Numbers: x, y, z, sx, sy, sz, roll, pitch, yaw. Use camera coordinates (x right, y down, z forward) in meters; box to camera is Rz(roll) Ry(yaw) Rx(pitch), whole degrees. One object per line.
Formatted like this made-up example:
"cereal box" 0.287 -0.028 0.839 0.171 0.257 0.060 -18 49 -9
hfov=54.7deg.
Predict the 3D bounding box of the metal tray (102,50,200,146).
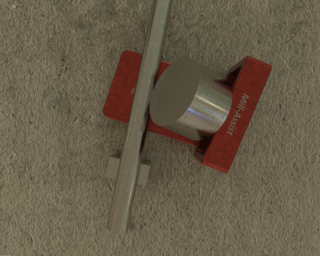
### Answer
"metal tray" 0.002 -0.039 0.408 0.131 0.030 0.090 18 90 -1

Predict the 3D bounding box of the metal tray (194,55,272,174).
"metal tray" 0.084 -0.015 0.380 0.030 0.090 0.129 23 90 0

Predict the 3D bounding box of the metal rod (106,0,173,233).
"metal rod" -0.021 -0.030 0.372 0.025 0.025 0.299 11 81 -1

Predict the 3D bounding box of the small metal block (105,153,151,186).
"small metal block" -0.039 0.052 0.398 0.050 0.050 0.025 13 90 -1

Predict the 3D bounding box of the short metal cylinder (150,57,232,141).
"short metal cylinder" 0.033 -0.031 0.347 0.050 0.080 0.080 23 90 -33
